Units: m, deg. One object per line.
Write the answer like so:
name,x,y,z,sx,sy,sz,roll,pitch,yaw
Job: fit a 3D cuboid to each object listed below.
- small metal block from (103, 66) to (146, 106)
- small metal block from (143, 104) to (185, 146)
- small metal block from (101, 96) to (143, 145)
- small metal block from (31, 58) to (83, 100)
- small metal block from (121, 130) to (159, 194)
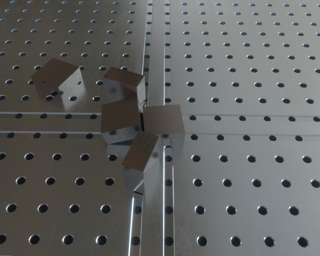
small metal block,-0.049,-0.054,0.436,0.050,0.050,0.025,18,52,14
small metal block,0.004,-0.003,0.411,0.050,0.025,0.050,-4,50,-4
small metal block,-0.049,-0.010,0.409,0.050,0.025,0.050,-13,50,6
small metal block,-0.155,-0.076,0.469,0.050,0.025,0.050,21,53,16
small metal block,-0.021,0.040,0.358,0.025,0.050,0.050,15,52,12
